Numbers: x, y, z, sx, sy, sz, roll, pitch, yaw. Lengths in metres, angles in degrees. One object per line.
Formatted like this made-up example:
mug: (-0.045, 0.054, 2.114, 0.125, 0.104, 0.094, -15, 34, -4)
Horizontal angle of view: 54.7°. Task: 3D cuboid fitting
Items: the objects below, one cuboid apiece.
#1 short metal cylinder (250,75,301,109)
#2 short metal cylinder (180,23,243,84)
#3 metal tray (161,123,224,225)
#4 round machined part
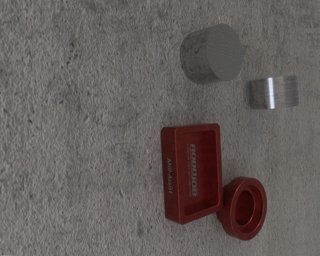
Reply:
short metal cylinder: (0.198, -0.062, 0.535, 0.081, 0.080, 0.050, -11, 97, -39)
short metal cylinder: (0.076, -0.106, 0.451, 0.081, 0.050, 0.080, 0, 90, -40)
metal tray: (0.048, 0.060, 0.441, 0.091, 0.030, 0.129, -6, 94, -40)
round machined part: (0.128, 0.127, 0.501, 0.099, 0.042, 0.097, 0, 90, -40)
